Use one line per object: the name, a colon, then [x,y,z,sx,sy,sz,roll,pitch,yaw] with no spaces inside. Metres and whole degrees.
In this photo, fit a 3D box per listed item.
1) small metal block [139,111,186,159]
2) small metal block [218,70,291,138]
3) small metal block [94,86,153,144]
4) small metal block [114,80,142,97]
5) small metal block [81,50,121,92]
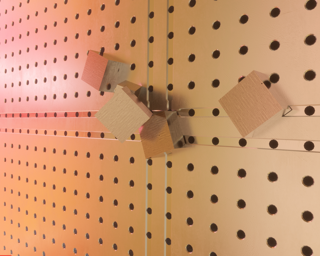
small metal block: [0.001,0.010,0.409,0.050,0.025,0.050,-23,75,37]
small metal block: [0.099,-0.024,0.328,0.050,0.025,0.050,-43,64,31]
small metal block: [-0.046,-0.017,0.397,0.050,0.025,0.050,-42,96,16]
small metal block: [-0.049,-0.036,0.432,0.025,0.050,0.050,21,107,1]
small metal block: [-0.094,-0.090,0.488,0.050,0.025,0.050,33,111,35]
